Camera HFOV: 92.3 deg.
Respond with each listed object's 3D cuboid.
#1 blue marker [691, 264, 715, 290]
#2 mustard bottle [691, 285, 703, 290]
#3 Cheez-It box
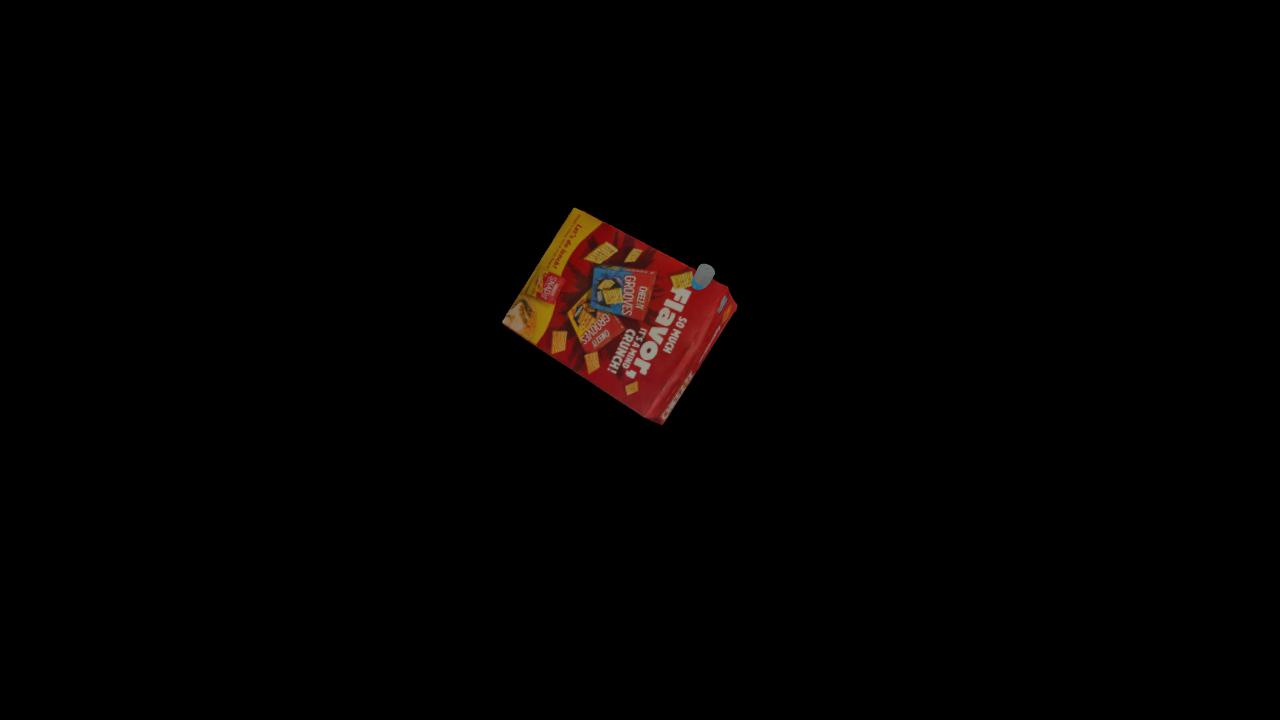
[{"bbox_3d":[0.053,-0.058,0.682,0.020,0.020,0.121,0,-36,-20],"label":"blue marker"},{"bbox_3d":[-0.003,-0.068,0.767,0.054,0.184,0.092,-31,0,-27],"label":"mustard bottle"},{"bbox_3d":[-0.026,-0.053,0.706,0.223,0.166,0.071,31,-2,24],"label":"Cheez-It box"}]
